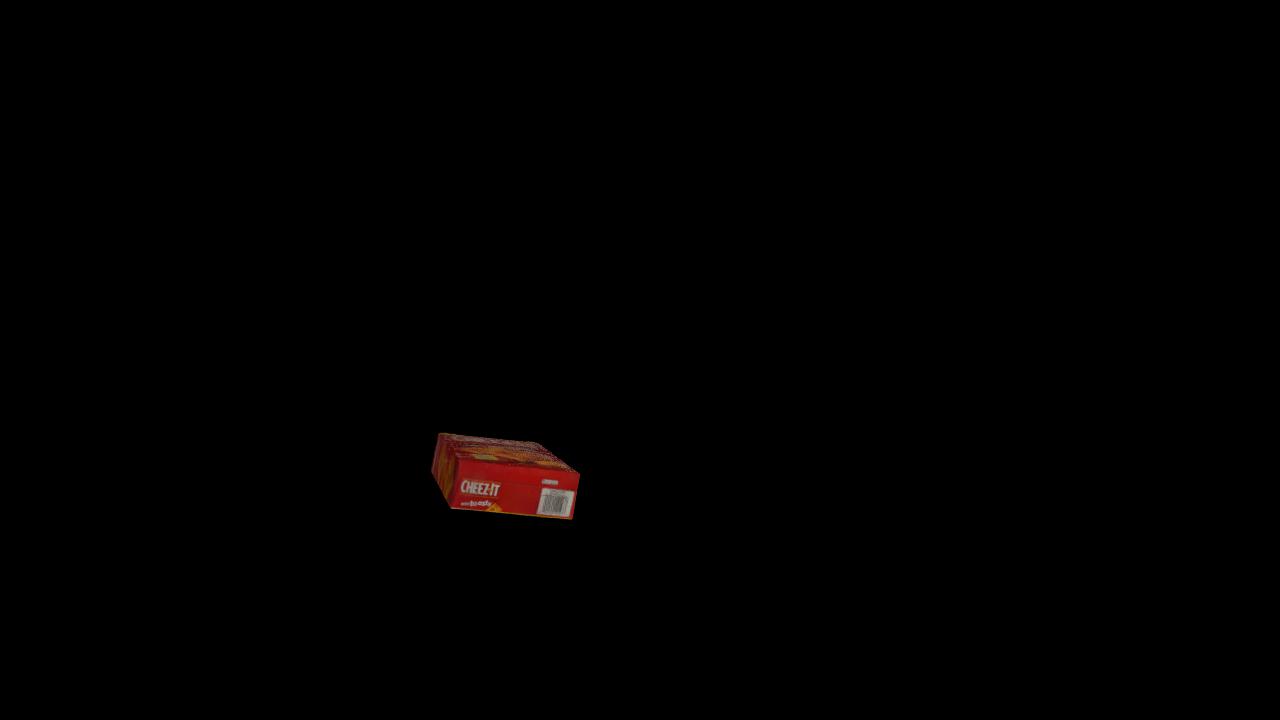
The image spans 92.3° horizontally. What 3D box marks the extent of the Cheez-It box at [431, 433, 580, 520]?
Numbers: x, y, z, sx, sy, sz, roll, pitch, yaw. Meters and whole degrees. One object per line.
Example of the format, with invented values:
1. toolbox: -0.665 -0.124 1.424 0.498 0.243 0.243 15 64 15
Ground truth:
1. Cheez-It box: -0.200 0.161 0.884 0.166 0.071 0.223 11 -2 -24
